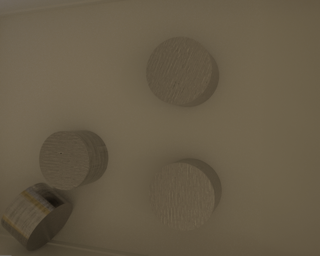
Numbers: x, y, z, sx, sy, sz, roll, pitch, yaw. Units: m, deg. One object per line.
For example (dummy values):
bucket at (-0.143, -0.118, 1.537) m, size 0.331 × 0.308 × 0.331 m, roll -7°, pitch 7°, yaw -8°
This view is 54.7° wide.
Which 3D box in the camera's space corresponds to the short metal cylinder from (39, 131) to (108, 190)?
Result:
short metal cylinder at (-0.121, 0.044, 0.440) m, size 0.080 × 0.050 × 0.080 m, roll 0°, pitch 90°, yaw 20°

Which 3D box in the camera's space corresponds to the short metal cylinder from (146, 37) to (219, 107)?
short metal cylinder at (0.030, -0.067, 0.387) m, size 0.080 × 0.050 × 0.080 m, roll 0°, pitch 90°, yaw 20°

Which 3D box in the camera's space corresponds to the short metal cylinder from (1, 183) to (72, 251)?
short metal cylinder at (-0.174, 0.126, 0.443) m, size 0.050 × 0.080 × 0.080 m, roll 34°, pitch 101°, yaw 17°

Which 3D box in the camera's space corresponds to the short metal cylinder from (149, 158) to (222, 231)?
short metal cylinder at (0.033, 0.080, 0.386) m, size 0.080 × 0.050 × 0.080 m, roll 0°, pitch 90°, yaw 20°
